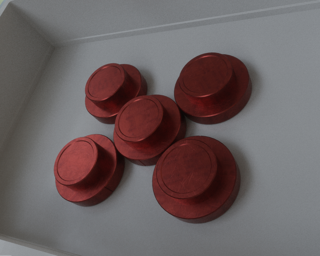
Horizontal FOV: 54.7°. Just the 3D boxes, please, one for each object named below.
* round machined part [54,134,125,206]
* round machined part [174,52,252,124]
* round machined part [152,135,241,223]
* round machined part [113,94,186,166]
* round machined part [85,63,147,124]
[{"bbox_3d":[-0.100,0.051,0.413,0.098,0.042,0.098,-13,56,20],"label":"round machined part"},{"bbox_3d":[0.063,-0.057,0.394,0.098,0.042,0.098,-13,56,20],"label":"round machined part"},{"bbox_3d":[0.035,0.051,0.342,0.098,0.042,0.098,-13,56,20],"label":"round machined part"},{"bbox_3d":[-0.019,-0.003,0.403,0.098,0.042,0.098,-13,56,20],"label":"round machined part"},{"bbox_3d":[-0.072,-0.058,0.465,0.098,0.042,0.098,-13,56,20],"label":"round machined part"}]
